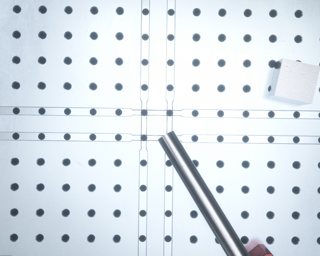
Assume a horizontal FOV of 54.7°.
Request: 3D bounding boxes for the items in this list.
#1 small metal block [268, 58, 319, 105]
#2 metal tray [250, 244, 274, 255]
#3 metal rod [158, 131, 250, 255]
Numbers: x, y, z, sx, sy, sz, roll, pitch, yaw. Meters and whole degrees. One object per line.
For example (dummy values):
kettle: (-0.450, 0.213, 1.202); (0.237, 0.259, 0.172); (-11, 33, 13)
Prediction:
small metal block: (0.179, -0.061, 0.415); (0.050, 0.025, 0.050); (13, 90, 0)
metal tray: (0.118, 0.233, 0.412); (0.130, 0.030, 0.090); (-39, 90, 0)
metal rod: (0.084, 0.137, 0.391); (0.025, 0.025, 0.299); (-31, 81, 0)
